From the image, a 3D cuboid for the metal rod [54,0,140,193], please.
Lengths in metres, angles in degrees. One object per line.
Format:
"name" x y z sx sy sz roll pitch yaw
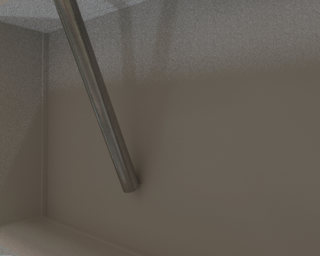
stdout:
"metal rod" -0.082 -0.050 0.398 0.025 0.025 0.299 -1 114 40
